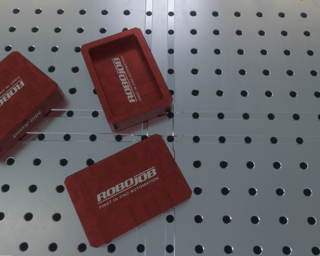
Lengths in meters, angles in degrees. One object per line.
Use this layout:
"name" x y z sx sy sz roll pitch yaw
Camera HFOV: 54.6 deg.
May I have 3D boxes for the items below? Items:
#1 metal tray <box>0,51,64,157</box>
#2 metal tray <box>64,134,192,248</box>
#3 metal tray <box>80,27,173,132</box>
"metal tray" -0.210 -0.032 0.420 0.090 0.030 0.130 39 74 13
"metal tray" -0.038 0.075 0.381 0.131 0.030 0.090 -26 72 -9
"metal tray" -0.047 -0.070 0.434 0.090 0.030 0.130 -21 71 -8
